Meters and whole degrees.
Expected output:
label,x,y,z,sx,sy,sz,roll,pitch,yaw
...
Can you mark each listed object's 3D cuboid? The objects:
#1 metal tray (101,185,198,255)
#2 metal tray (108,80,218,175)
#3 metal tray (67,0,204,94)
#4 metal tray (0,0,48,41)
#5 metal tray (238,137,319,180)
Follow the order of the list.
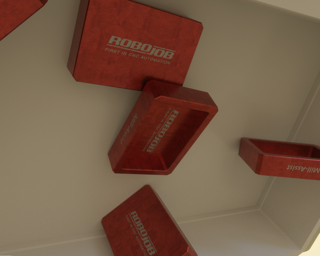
label,x,y,z,sx,sy,sz,roll,pitch,yaw
metal tray,-0.020,0.150,0.424,0.090,0.130,0.030,-37,130,-3
metal tray,0.001,0.007,0.388,0.091,0.030,0.129,8,130,-33
metal tray,-0.025,-0.088,0.338,0.131,0.030,0.089,5,116,-31
metal tray,-0.152,-0.076,0.236,0.130,0.090,0.030,-40,130,-2
metal tray,0.197,0.046,0.473,0.131,0.090,0.030,6,103,-5
